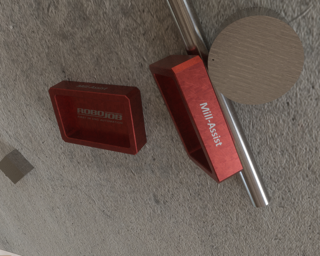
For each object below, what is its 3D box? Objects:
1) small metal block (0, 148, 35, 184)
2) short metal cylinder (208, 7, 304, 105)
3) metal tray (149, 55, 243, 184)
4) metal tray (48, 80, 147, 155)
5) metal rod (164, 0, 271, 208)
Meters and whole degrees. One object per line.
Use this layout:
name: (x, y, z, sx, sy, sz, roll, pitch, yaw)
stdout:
small metal block: (-0.278, 0.074, 0.596, 0.050, 0.025, 0.050, -34, 100, 38)
short metal cylinder: (0.088, -0.068, 0.292, 0.080, 0.050, 0.079, 6, 120, 11)
metal tray: (0.037, -0.013, 0.338, 0.030, 0.090, 0.129, -28, 109, -9)
metal tray: (-0.087, -0.016, 0.437, 0.130, 0.030, 0.089, 8, 122, 23)
metal rod: (0.066, -0.034, 0.350, 0.025, 0.025, 0.299, -14, 112, 33)
